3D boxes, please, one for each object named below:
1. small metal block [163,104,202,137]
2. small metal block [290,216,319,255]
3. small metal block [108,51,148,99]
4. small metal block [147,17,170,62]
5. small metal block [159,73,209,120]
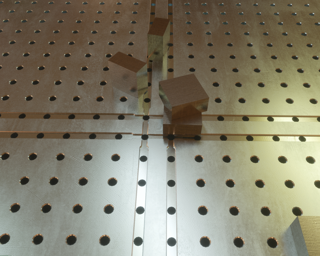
[{"bbox_3d":[0.030,-0.016,0.421,0.050,0.025,0.050,2,50,1],"label":"small metal block"},{"bbox_3d":[0.166,0.117,0.310,0.050,0.025,0.050,1,50,0],"label":"small metal block"},{"bbox_3d":[-0.046,-0.078,0.457,0.050,0.050,0.025,27,55,21],"label":"small metal block"},{"bbox_3d":[-0.001,-0.147,0.515,0.025,0.050,0.050,11,51,9],"label":"small metal block"},{"bbox_3d":[0.030,-0.042,0.411,0.050,0.025,0.050,-15,51,-12],"label":"small metal block"}]
